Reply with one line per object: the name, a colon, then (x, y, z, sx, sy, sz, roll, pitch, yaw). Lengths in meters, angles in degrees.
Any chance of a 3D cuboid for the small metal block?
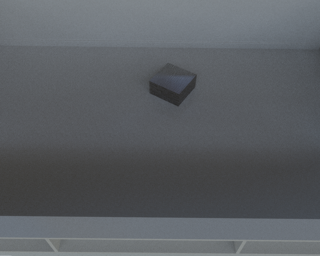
small metal block: (0.019, -0.065, 0.460, 0.050, 0.025, 0.050, 27, 55, 20)
